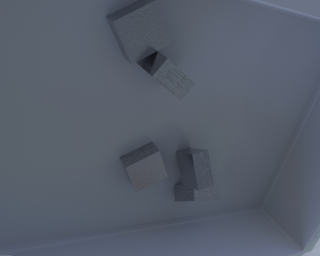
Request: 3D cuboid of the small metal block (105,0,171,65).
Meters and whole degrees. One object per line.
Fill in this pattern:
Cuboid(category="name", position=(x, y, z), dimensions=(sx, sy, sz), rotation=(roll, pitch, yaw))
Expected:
Cuboid(category="small metal block", position=(-0.022, -0.104, 0.332), dimensions=(0.050, 0.025, 0.050), rotation=(-30, 129, -9))

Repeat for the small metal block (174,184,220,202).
Cuboid(category="small metal block", position=(0.057, 0.101, 0.483), dimensions=(0.050, 0.050, 0.025), rotation=(7, 74, -32))

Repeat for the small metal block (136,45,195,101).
Cuboid(category="small metal block", position=(0.006, -0.064, 0.356), dimensions=(0.025, 0.050, 0.050), rotation=(-49, 129, 7))

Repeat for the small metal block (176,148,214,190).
Cuboid(category="small metal block", position=(0.049, 0.057, 0.443), dimensions=(0.025, 0.050, 0.050), rotation=(-12, 95, -22))

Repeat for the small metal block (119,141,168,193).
Cuboid(category="small metal block", position=(-0.022, 0.054, 0.430), dimensions=(0.050, 0.025, 0.050), rotation=(-25, 128, -13))
